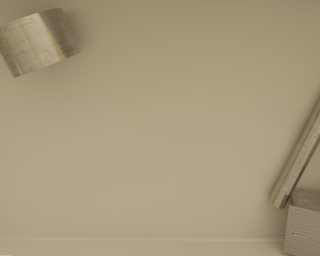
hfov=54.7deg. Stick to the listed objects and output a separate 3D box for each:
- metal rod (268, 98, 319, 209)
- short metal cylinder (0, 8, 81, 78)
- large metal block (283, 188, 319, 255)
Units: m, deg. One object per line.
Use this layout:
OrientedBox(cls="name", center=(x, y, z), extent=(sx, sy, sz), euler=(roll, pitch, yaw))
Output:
OrientedBox(cls="metal rod", center=(0.216, -0.023, 0.406), extent=(0.025, 0.025, 0.298), euler=(17, 109, -7))
OrientedBox(cls="short metal cylinder", center=(-0.136, -0.094, 0.345), extent=(0.080, 0.080, 0.050), euler=(-19, 109, 6))
OrientedBox(cls="large metal block", center=(0.224, 0.139, 0.435), extent=(0.080, 0.050, 0.079), euler=(9, 113, 27))
